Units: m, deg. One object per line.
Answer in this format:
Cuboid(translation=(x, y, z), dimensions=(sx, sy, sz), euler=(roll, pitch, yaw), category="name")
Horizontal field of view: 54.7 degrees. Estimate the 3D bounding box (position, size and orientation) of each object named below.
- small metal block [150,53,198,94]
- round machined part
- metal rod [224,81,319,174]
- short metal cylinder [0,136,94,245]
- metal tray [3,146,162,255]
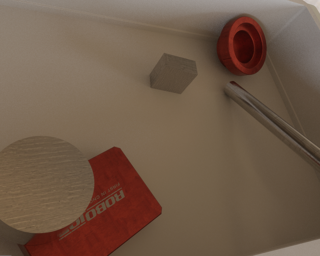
Cuboid(translation=(0.019, -0.077, 0.449), dimensions=(0.050, 0.050, 0.025), euler=(9, 58, -24), category="small metal block")
Cuboid(translation=(0.137, -0.139, 0.539), dimensions=(0.099, 0.042, 0.097), euler=(-1, 92, -35), category="round machined part")
Cuboid(translation=(0.186, 0.021, 0.415), dimensions=(0.025, 0.025, 0.300), euler=(-6, 39, -31), category="metal rod")
Cuboid(translation=(-0.102, 0.053, 0.263), dimensions=(0.081, 0.050, 0.080), euler=(14, 56, -21), category="short metal cylinder")
Cuboid(translation=(-0.073, 0.086, 0.312), dimensions=(0.131, 0.030, 0.090), euler=(-29, 78, -38), category="metal tray")
